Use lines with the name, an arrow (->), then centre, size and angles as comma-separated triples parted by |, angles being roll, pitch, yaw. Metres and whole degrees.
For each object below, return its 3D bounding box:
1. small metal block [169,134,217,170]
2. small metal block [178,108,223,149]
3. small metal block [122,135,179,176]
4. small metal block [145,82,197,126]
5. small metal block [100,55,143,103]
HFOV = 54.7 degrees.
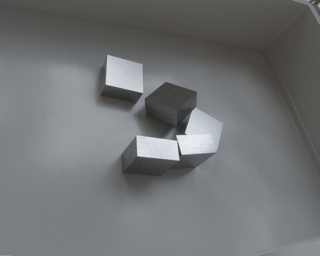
small metal block -> 0.034, 0.031, 0.389 | 0.050, 0.050, 0.025 | -1, 62, -29
small metal block -> 0.056, 0.006, 0.432 | 0.050, 0.025, 0.050 | 29, 52, -10
small metal block -> -0.012, 0.034, 0.362 | 0.050, 0.050, 0.025 | 9, 58, -24
small metal block -> 0.015, -0.034, 0.420 | 0.050, 0.025, 0.050 | 22, 45, 27
small metal block -> -0.051, -0.066, 0.418 | 0.050, 0.025, 0.050 | 11, 57, -23
